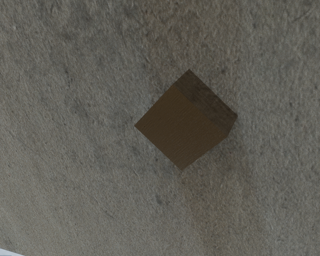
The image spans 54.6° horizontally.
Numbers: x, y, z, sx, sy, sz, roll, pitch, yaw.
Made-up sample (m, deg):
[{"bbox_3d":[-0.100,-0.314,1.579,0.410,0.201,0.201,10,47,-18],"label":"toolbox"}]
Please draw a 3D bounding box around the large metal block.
[{"bbox_3d":[0.030,-0.008,0.370,0.080,0.050,0.080,44,129,-2],"label":"large metal block"}]
